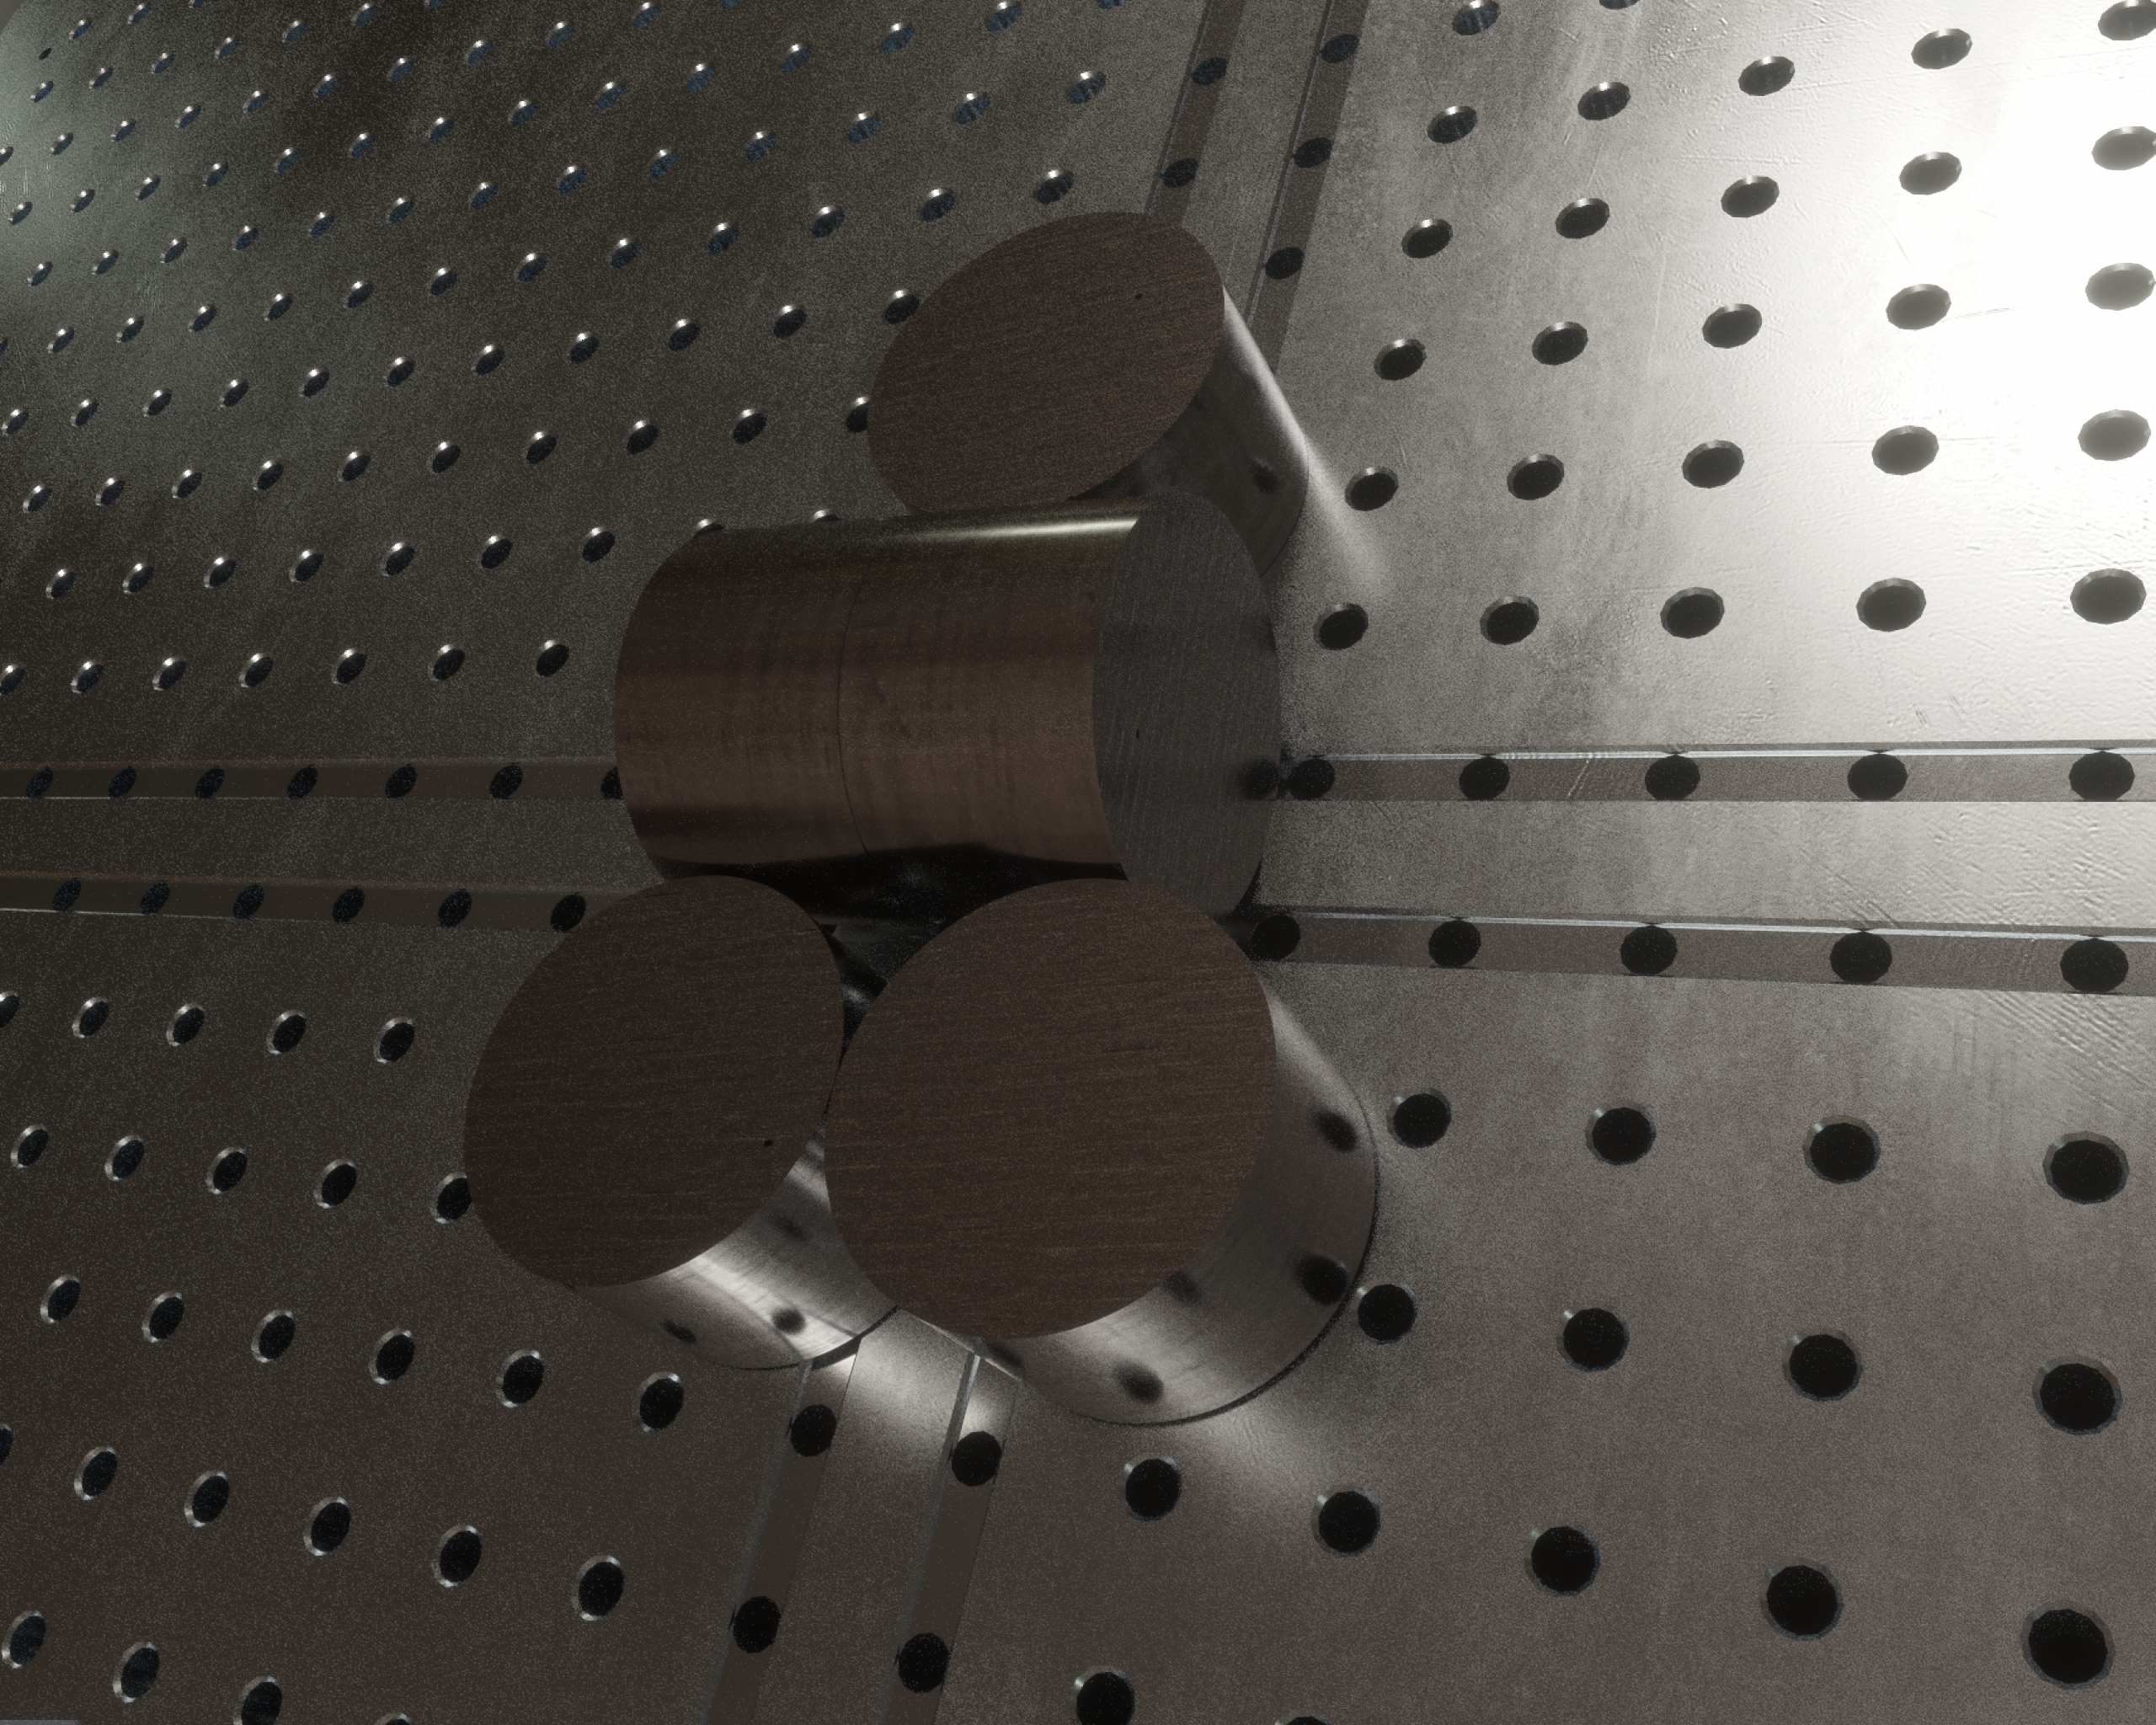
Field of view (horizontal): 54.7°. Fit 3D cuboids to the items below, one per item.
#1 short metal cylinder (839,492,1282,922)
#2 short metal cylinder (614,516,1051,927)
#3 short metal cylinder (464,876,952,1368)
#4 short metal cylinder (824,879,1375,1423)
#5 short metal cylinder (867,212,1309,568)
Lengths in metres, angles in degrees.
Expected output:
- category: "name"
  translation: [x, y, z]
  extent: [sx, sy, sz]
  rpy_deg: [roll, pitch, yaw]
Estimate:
- category: "short metal cylinder"
  translation: [-0.001, -0.027, 0.389]
  extent: [0.050, 0.080, 0.080]
  rpy_deg: [0, 62, 28]
- category: "short metal cylinder"
  translation: [-0.045, -0.027, 0.412]
  extent: [0.050, 0.080, 0.080]
  rpy_deg: [0, 62, 28]
- category: "short metal cylinder"
  translation: [-0.067, 0.049, 0.394]
  extent: [0.080, 0.050, 0.080]
  rpy_deg: [-13, 56, 20]
- category: "short metal cylinder"
  translation: [0.004, 0.049, 0.356]
  extent: [0.080, 0.050, 0.080]
  rpy_deg: [-13, 56, 20]
- category: "short metal cylinder"
  translation: [0.003, -0.091, 0.445]
  extent: [0.080, 0.050, 0.080]
  rpy_deg: [-13, 56, 20]
